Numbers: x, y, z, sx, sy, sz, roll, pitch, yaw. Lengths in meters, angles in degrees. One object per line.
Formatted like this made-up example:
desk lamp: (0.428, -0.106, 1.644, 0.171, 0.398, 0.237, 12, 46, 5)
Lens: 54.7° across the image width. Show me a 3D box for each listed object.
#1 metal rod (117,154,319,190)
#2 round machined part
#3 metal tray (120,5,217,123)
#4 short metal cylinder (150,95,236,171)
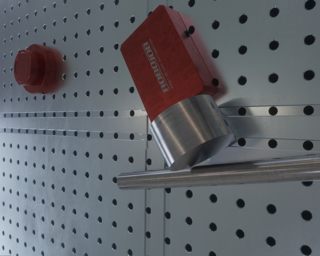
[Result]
metal rod: (0.060, 0.054, 0.359, 0.300, 0.025, 0.025, -12, 83, 39)
round machined part: (-0.249, -0.115, 0.603, 0.098, 0.042, 0.097, 0, 90, 40)
metal tray: (0.006, -0.079, 0.401, 0.090, 0.030, 0.130, -36, 68, 34)
short metal cylinder: (0.036, 0.007, 0.344, 0.080, 0.081, 0.050, -40, 66, 32)
